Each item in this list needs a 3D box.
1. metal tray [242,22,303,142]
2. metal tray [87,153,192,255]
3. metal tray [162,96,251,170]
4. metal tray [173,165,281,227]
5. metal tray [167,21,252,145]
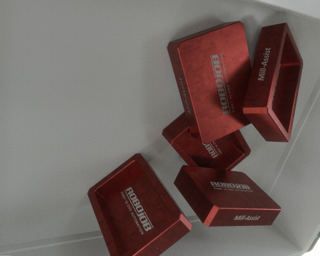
[{"bbox_3d":[0.151,-0.057,0.403,0.090,0.030,0.130,38,63,-44],"label":"metal tray"},{"bbox_3d":[-0.031,0.099,0.385,0.090,0.130,0.030,-37,129,-3],"label":"metal tray"},{"bbox_3d":[0.073,0.022,0.458,0.090,0.030,0.130,-40,130,-1],"label":"metal tray"},{"bbox_3d":[0.095,0.095,0.437,0.131,0.090,0.030,11,113,-33],"label":"metal tray"},{"bbox_3d":[0.070,-0.056,0.386,0.091,0.030,0.129,-24,112,-16],"label":"metal tray"}]
